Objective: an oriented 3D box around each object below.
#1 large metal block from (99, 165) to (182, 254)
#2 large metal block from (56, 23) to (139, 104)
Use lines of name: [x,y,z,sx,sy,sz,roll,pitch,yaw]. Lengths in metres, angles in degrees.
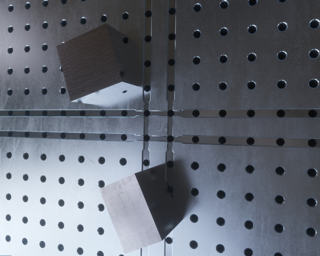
large metal block: [-0.021,0.098,0.391,0.050,0.080,0.080,-26,82,18]
large metal block: [-0.086,-0.085,0.430,0.080,0.050,0.080,-18,84,19]
